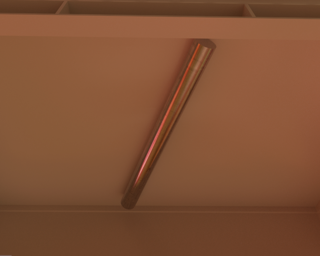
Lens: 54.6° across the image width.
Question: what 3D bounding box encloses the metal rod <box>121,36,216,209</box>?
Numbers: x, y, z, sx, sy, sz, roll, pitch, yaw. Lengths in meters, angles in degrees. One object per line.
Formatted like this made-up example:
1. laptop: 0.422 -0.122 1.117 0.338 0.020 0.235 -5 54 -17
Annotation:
1. metal rod: -0.002 0.016 0.419 0.025 0.025 0.298 15 129 -13
